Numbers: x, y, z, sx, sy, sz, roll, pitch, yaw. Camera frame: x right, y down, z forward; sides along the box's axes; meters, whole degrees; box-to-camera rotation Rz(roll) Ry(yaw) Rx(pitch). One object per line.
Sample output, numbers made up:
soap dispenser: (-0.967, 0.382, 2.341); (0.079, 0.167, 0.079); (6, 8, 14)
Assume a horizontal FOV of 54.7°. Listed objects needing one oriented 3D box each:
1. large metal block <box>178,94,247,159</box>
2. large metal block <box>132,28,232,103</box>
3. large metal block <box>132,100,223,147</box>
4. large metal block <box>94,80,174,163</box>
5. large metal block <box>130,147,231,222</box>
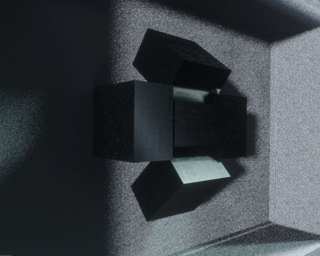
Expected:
large metal block: (0.071, -0.002, 0.429); (0.050, 0.080, 0.080); (1, 90, -40)
large metal block: (0.026, -0.075, 0.382); (0.081, 0.080, 0.050); (2, 126, -40)
large metal block: (0.021, -0.005, 0.386); (0.081, 0.080, 0.050); (1, 90, -40)
large metal block: (-0.031, -0.006, 0.343); (0.050, 0.080, 0.080); (1, 90, -40)
large metal block: (0.024, 0.066, 0.381); (0.081, 0.080, 0.050); (1, 48, -41)
